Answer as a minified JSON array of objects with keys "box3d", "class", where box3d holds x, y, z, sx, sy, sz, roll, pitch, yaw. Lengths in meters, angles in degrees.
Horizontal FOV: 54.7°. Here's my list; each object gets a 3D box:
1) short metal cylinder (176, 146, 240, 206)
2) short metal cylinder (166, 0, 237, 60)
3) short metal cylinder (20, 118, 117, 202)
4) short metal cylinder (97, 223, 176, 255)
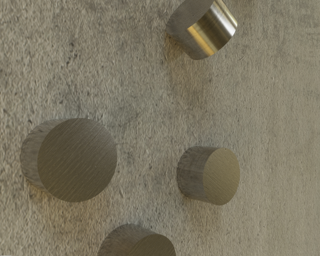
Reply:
[{"box3d":[0.070,0.067,0.447,0.081,0.050,0.080,0,90,-40],"class":"short metal cylinder"},{"box3d":[0.055,-0.138,0.414,0.050,0.080,0.080,40,66,-33],"class":"short metal cylinder"},{"box3d":[-0.091,0.030,0.312,0.081,0.050,0.080,0,90,-40],"class":"short metal cylinder"},{"box3d":[-0.027,0.159,0.366,0.081,0.050,0.080,0,90,-40],"class":"short metal cylinder"}]
